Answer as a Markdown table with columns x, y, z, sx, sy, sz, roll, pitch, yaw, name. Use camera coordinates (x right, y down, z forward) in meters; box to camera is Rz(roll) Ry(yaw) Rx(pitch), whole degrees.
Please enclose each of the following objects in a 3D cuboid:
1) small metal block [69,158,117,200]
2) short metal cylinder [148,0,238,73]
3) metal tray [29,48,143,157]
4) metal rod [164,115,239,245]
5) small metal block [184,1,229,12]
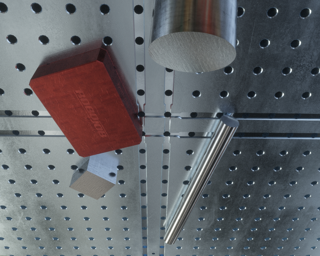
| x | y | z | sx | sy | sz | roll | pitch | yaw | name |
| --- | --- | --- | --- | --- | --- | --- | --- | --- | --- |
| -0.102 | 0.080 | 0.478 | 0.050 | 0.025 | 0.050 | 33 | 123 | -25 | small metal block |
| 0.032 | -0.092 | 0.293 | 0.080 | 0.050 | 0.080 | 5 | 167 | 1 | short metal cylinder |
| -0.085 | -0.025 | 0.386 | 0.090 | 0.030 | 0.129 | -14 | 129 | 11 | metal tray |
| 0.055 | 0.101 | 0.498 | 0.025 | 0.025 | 0.298 | 11 | 129 | -9 | metal rod |
| 0.051 | -0.142 | 0.292 | 0.050 | 0.025 | 0.050 | 6 | 130 | -6 | small metal block |
